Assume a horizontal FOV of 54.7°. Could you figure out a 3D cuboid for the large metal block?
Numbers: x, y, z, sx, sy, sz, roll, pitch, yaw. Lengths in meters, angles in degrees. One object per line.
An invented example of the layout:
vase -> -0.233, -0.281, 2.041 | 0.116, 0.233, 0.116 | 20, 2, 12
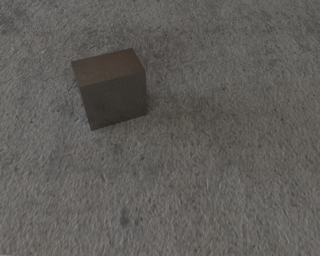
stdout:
large metal block -> -0.064, -0.050, 0.409 | 0.081, 0.080, 0.050 | -17, 52, -14
